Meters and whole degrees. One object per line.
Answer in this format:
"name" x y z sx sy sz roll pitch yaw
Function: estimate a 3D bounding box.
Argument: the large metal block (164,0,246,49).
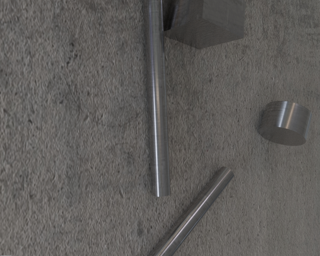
"large metal block" 0.056 -0.148 0.415 0.081 0.080 0.050 8 85 -40

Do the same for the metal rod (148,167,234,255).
"metal rod" 0.012 0.157 0.414 0.302 0.025 0.025 -42 116 -32

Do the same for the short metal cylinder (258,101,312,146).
"short metal cylinder" 0.224 -0.007 0.557 0.080 0.080 0.050 34 69 -35

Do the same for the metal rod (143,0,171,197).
"metal rod" -0.005 -0.062 0.400 0.025 0.025 0.298 -4 93 -40
